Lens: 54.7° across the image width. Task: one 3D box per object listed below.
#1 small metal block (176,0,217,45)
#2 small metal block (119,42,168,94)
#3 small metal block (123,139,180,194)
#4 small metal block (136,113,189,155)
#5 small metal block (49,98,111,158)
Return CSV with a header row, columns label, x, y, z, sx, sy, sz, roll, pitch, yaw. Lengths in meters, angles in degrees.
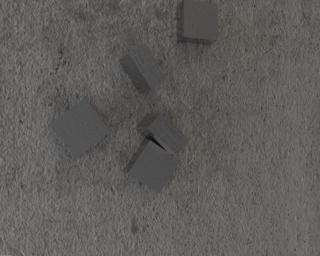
label,x,y,z,sx,sy,sz,roll,pitch,yaw
small metal block,0.051,-0.145,0.427,0.050,0.025,0.050,0,90,-20
small metal block,-0.022,-0.073,0.387,0.025,0.050,0.050,-36,102,-16
small metal block,-0.011,0.050,0.405,0.050,0.025,0.050,37,78,-17
small metal block,0.002,0.007,0.396,0.050,0.050,0.025,43,77,-15
small metal block,-0.097,0.000,0.373,0.050,0.025,0.050,-40,103,-16
